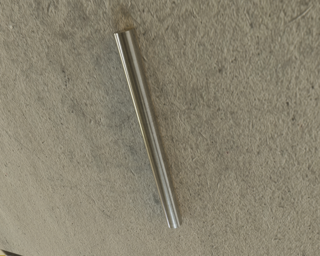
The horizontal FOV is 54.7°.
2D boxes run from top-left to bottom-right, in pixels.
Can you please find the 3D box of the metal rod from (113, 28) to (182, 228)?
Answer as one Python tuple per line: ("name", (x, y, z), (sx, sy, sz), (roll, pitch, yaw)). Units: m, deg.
("metal rod", (-0.010, 0.018, 0.423), (0.025, 0.025, 0.298), (0, 119, 28))
